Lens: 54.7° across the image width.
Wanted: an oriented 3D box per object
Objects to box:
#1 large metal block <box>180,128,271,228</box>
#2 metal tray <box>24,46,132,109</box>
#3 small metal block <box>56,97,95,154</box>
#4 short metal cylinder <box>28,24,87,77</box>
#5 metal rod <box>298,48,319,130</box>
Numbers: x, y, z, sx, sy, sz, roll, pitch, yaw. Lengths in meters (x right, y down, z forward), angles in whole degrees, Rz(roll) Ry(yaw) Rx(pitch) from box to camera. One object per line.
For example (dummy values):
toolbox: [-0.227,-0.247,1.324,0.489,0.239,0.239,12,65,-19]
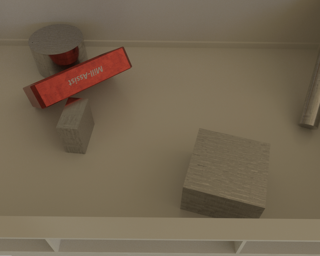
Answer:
large metal block: [0.073,0.054,0.345,0.080,0.050,0.080,13,51,10]
metal tray: [-0.114,-0.069,0.426,0.131,0.030,0.090,-31,19,-24]
small metal block: [-0.104,-0.003,0.390,0.025,0.050,0.050,5,50,3]
short metal cylinder: [-0.158,-0.120,0.487,0.081,0.050,0.080,0,50,0]
metal rod: [0.245,-0.142,0.430,0.025,0.025,0.299,17,83,13]
